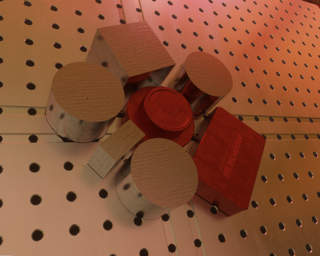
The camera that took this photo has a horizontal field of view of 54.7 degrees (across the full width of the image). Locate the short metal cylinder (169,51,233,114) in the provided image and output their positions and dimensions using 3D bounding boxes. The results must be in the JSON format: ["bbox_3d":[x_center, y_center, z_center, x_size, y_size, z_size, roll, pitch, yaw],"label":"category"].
[{"bbox_3d":[0.061,-0.067,0.465,0.081,0.050,0.080,14,56,-21],"label":"short metal cylinder"}]

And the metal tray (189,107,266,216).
[{"bbox_3d":[0.090,0.041,0.426,0.090,0.030,0.130,35,51,-5],"label":"metal tray"}]

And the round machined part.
[{"bbox_3d":[0.003,-0.016,0.407,0.099,0.042,0.098,14,56,-21],"label":"round machined part"}]

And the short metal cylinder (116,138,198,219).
[{"bbox_3d":[-0.004,0.058,0.353,0.081,0.050,0.080,14,56,-21],"label":"short metal cylinder"}]

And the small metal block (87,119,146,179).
[{"bbox_3d":[-0.049,0.024,0.350,0.025,0.050,0.050,45,51,2],"label":"small metal block"}]

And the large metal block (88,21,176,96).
[{"bbox_3d":[-0.039,-0.096,0.430,0.081,0.050,0.080,-24,75,-36],"label":"large metal block"}]

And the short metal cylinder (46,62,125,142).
[{"bbox_3d":[-0.088,-0.030,0.362,0.081,0.050,0.080,14,56,-21],"label":"short metal cylinder"}]
